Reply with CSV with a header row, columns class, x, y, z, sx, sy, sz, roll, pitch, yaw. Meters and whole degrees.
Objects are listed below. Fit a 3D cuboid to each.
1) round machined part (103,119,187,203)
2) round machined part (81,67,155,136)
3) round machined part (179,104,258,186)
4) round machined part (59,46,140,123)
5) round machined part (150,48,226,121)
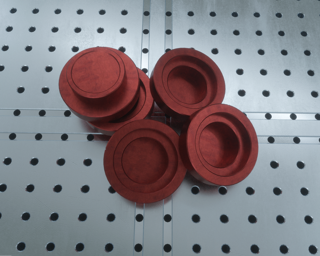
class,x,y,z,sx,sy,sz,roll,pitch,yaw
round machined part,-0.019,0.040,0.379,0.099,0.042,0.097,1,84,-10
round machined part,-0.056,-0.035,0.414,0.099,0.042,0.098,0,70,-1
round machined part,0.068,0.022,0.383,0.099,0.042,0.097,3,80,-21
round machined part,-0.075,-0.059,0.378,0.099,0.042,0.098,0,70,-1
round machined part,0.033,-0.054,0.413,0.099,0.042,0.098,6,70,-16
